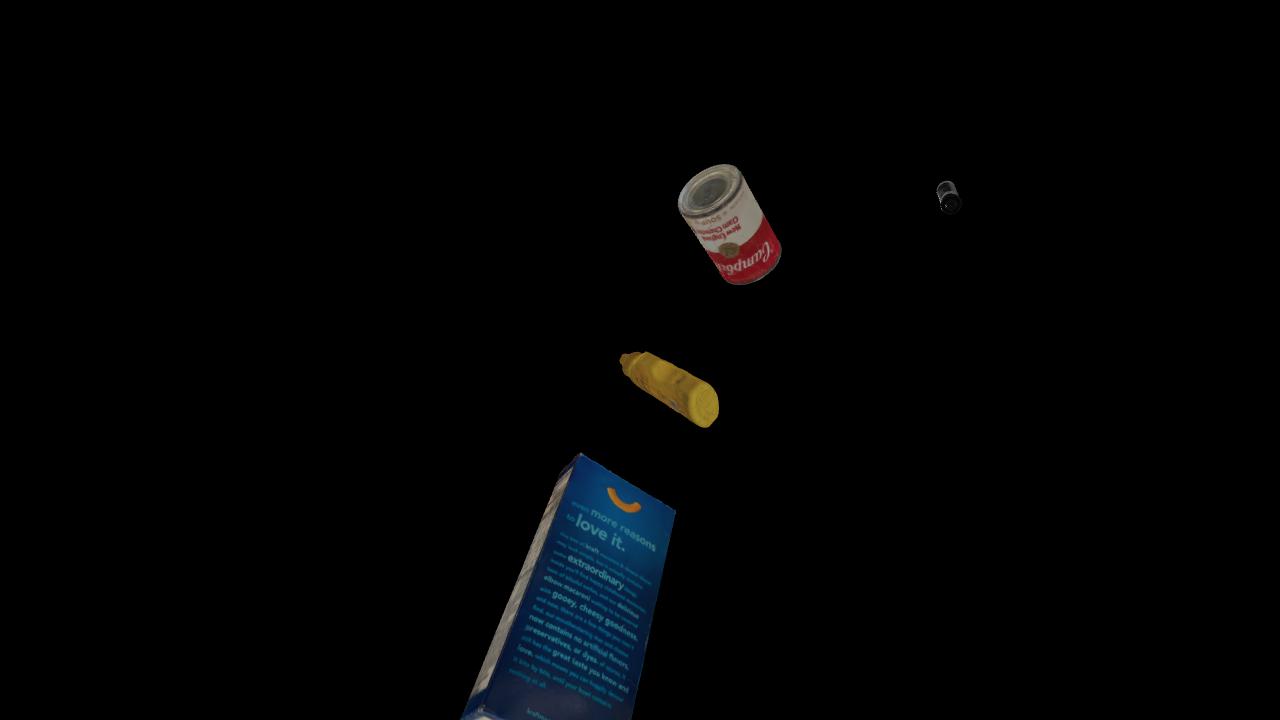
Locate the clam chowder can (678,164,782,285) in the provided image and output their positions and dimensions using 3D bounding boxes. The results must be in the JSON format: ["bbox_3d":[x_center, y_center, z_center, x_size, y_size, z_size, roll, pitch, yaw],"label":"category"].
[{"bbox_3d":[0.089,-0.131,0.601,0.068,0.068,0.102,0,-33,38],"label":"clam chowder can"}]

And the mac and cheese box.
[{"bbox_3d":[-0.037,0.160,0.410,0.093,0.184,0.041,33,-49,-11],"label":"mac and cheese box"}]

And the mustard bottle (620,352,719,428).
[{"bbox_3d":[0.033,0.032,0.927,0.184,0.054,0.092,29,-15,41],"label":"mustard bottle"}]

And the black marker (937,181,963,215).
[{"bbox_3d":[0.322,-0.171,0.642,0.020,0.020,0.121,0,21,24],"label":"black marker"}]
